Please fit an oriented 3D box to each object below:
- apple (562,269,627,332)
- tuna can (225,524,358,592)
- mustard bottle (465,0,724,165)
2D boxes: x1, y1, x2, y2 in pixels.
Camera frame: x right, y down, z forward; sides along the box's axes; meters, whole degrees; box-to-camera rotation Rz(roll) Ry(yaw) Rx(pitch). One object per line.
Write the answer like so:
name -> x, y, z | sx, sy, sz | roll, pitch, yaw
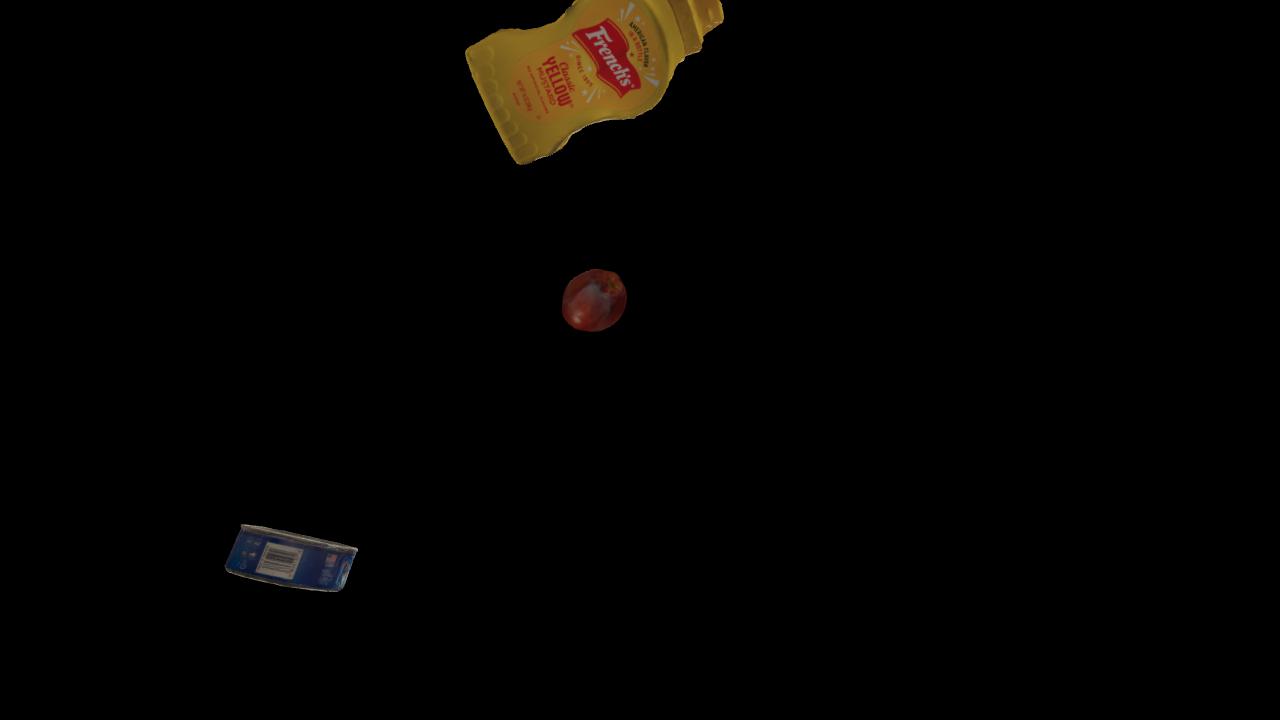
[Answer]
apple -> -0.058, -0.075, 0.788 | 0.079, 0.079, 0.093 | 0, -28, -41
tuna can -> -0.262, 0.150, 0.465 | 0.084, 0.034, 0.084 | 11, -20, 4
mustard bottle -> -0.026, -0.221, 0.452 | 0.184, 0.092, 0.054 | -21, 21, 7
